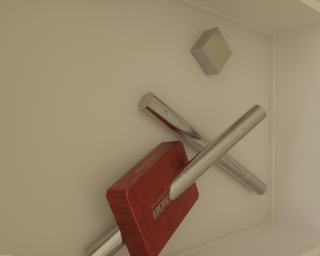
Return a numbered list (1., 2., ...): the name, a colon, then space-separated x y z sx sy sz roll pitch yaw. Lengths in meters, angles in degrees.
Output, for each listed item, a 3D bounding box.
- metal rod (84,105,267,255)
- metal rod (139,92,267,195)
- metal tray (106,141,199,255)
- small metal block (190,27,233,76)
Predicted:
1. metal rod: 0.034 0.062 0.399 0.301 0.025 0.025 -38 114 -21
2. metal rod: 0.083 0.038 0.478 0.301 0.025 0.025 36 68 -34
3. metal tray: -0.002 0.082 0.381 0.131 0.030 0.089 -38 115 -51
4. small metal block: 0.080 -0.117 0.476 0.050 0.025 0.050 50 61 -29
